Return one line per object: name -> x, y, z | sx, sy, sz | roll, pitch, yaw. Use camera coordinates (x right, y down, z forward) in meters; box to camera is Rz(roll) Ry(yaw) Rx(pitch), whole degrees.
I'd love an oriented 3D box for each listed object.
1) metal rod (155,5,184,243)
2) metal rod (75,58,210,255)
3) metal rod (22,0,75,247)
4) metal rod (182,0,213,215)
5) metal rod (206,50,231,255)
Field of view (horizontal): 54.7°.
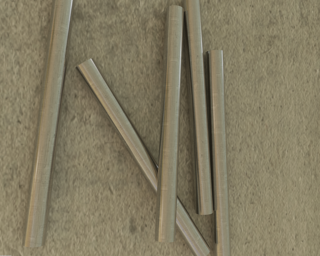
metal rod -> 0.013, -0.011, 0.397 | 0.025, 0.025, 0.298 | 6, 82, -20
metal rod -> -0.016, 0.047, 0.403 | 0.025, 0.025, 0.299 | -34, 101, -17
metal rod -> -0.129, -0.015, 0.361 | 0.025, 0.025, 0.298 | 7, 88, -20
metal rod -> 0.052, -0.031, 0.429 | 0.025, 0.025, 0.298 | -4, 92, -20
metal rod -> 0.083, 0.041, 0.441 | 0.025, 0.025, 0.298 | -3, 91, -20
